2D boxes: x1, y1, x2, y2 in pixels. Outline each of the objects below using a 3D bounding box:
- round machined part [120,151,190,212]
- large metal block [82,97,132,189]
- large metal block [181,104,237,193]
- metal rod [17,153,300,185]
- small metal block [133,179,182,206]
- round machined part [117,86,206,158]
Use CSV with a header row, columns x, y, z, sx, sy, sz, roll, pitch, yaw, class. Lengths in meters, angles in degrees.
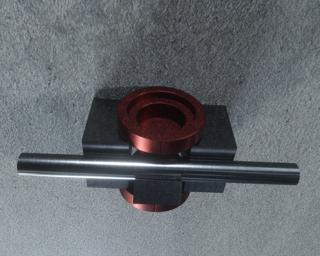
x,y,z,sx,sy,sz,roll,pitch,yaw,class
-0.005,0.060,0.411,0.099,0.098,0.042,4,125,-3,round machined part
-0.062,0.019,0.388,0.050,0.080,0.079,3,130,-3,large metal block
0.057,0.025,0.395,0.050,0.080,0.079,3,130,-3,large metal block
0.001,0.046,0.342,0.302,0.025,0.025,2,130,-3,metal rod
-0.002,0.071,0.346,0.050,0.025,0.050,2,171,0,small metal block
0.001,-0.004,0.357,0.099,0.098,0.042,3,131,-3,round machined part
